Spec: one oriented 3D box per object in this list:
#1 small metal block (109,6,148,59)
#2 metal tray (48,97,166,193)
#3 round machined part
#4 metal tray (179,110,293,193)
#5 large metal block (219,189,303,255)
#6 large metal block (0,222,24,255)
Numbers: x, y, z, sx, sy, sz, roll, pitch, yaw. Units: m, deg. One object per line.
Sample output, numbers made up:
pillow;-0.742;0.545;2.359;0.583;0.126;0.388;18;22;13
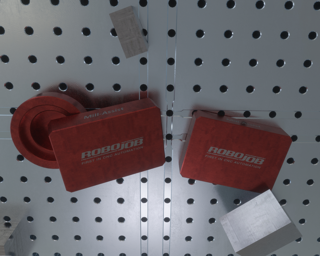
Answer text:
small metal block;-0.034;-0.112;0.358;0.025;0.050;0.050;-18;109;7
metal tray;-0.062;0.021;0.388;0.131;0.030;0.089;-15;121;-15
round machined part;-0.136;0.000;0.403;0.099;0.042;0.097;0;110;0
metal tray;0.100;0.034;0.424;0.131;0.030;0.089;13;110;-5
large metal block;0.142;0.140;0.435;0.080;0.050;0.080;-34;138;12
large metal block;-0.260;0.191;0.468;0.081;0.050;0.079;2;110;-1
